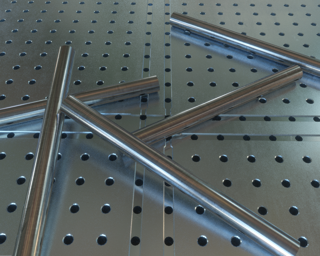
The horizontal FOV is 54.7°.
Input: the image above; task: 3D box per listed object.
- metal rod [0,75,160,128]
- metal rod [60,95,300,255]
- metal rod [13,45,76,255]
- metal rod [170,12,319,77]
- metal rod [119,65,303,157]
[{"bbox_3d":[-0.147,-0.030,0.430,0.302,0.025,0.025,-14,52,-12],"label":"metal rod"},{"bbox_3d":[0.008,0.047,0.346,0.301,0.025,0.025,32,57,15],"label":"metal rod"},{"bbox_3d":[-0.132,0.014,0.371,0.025,0.025,0.299,-1,57,-1],"label":"metal rod"},{"bbox_3d":[0.152,-0.143,0.529,0.301,0.025,0.025,26,55,20],"label":"metal rod"},{"bbox_3d":[0.081,-0.031,0.434,0.302,0.025,0.025,-23,54,-19],"label":"metal rod"}]
